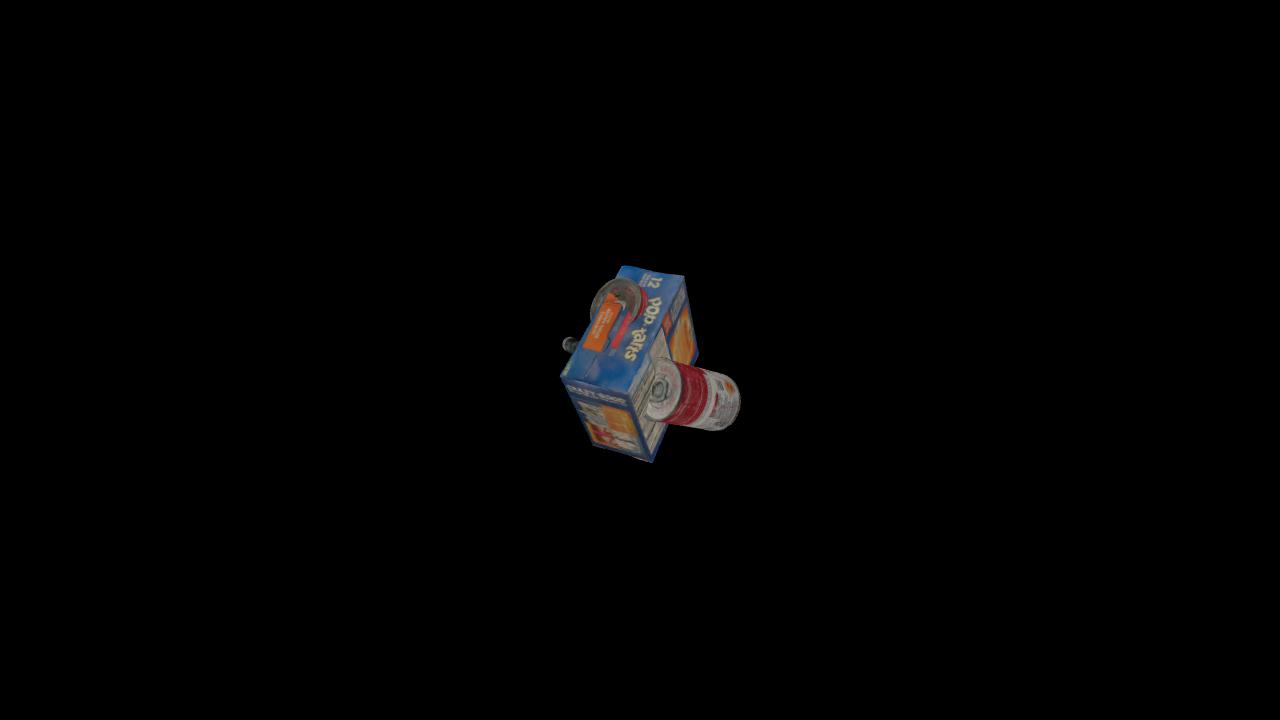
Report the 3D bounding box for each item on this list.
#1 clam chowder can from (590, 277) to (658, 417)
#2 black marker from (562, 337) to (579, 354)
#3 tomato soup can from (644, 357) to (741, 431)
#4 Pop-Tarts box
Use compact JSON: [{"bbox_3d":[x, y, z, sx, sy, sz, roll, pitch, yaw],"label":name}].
[{"bbox_3d":[0.000,-0.042,0.702,0.068,0.068,0.102,0,-19,36],"label":"clam chowder can"},{"bbox_3d":[-0.067,-0.011,0.706,0.020,0.020,0.121,0,8,-20],"label":"black marker"},{"bbox_3d":[0.054,0.039,0.666,0.101,0.068,0.068,14,-9,-42],"label":"tomato soup can"},{"bbox_3d":[-0.004,0.004,0.700,0.083,0.167,0.141,11,-34,21],"label":"Pop-Tarts box"}]
